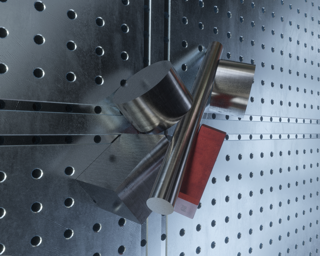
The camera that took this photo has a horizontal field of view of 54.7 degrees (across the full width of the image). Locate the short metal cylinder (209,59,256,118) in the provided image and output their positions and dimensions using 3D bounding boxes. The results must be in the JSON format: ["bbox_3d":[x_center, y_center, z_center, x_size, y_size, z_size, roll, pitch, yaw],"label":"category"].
[{"bbox_3d":[0.107,-0.058,0.459,0.080,0.050,0.080,12,91,-78],"label":"short metal cylinder"}]

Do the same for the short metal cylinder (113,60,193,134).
[{"bbox_3d":[-0.008,-0.036,0.368,0.080,0.080,0.050,-51,121,-28],"label":"short metal cylinder"}]

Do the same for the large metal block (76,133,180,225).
[{"bbox_3d":[-0.033,0.052,0.347,0.080,0.080,0.050,-47,119,-30],"label":"large metal block"}]

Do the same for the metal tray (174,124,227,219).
[{"bbox_3d":[0.047,0.061,0.396,0.130,0.030,0.090,83,31,-67],"label":"metal tray"}]

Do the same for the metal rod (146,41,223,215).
[{"bbox_3d":[0.043,-0.028,0.378,0.025,0.025,0.301,54,37,-26],"label":"metal rod"}]
